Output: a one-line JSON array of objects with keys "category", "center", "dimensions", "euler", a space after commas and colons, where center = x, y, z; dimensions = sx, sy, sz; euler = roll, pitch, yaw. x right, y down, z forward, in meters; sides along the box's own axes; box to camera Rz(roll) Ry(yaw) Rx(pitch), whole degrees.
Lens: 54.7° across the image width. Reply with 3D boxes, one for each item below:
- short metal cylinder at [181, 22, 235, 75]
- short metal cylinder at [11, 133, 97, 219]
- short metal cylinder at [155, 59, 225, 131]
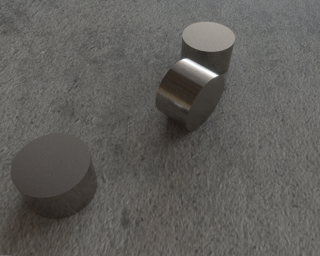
[{"category": "short metal cylinder", "center": [0.074, -0.125, 0.493], "dimensions": [0.081, 0.050, 0.080], "euler": [0, 50, 0]}, {"category": "short metal cylinder", "center": [-0.114, 0.052, 0.342], "dimensions": [0.081, 0.050, 0.080], "euler": [0, 50, 0]}, {"category": "short metal cylinder", "center": [0.040, -0.043, 0.404], "dimensions": [0.050, 0.080, 0.080], "euler": [35, 58, 25]}]
